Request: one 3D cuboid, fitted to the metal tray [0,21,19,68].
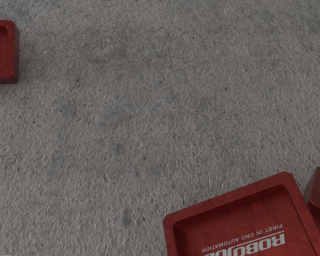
[{"bbox_3d":[-0.305,-0.128,0.504,0.131,0.030,0.090,-16,52,-13],"label":"metal tray"}]

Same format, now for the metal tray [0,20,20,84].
[{"bbox_3d":[-0.280,-0.112,0.453,0.131,0.030,0.090,-1,81,-11],"label":"metal tray"}]

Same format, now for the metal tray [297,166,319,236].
[{"bbox_3d":[0.207,0.093,0.297,0.130,0.030,0.091,26,28,22],"label":"metal tray"}]

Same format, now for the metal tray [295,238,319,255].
[{"bbox_3d":[0.181,0.163,0.263,0.130,0.030,0.090,18,52,14],"label":"metal tray"}]

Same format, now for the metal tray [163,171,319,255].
[{"bbox_3d":[0.071,0.104,0.273,0.130,0.030,0.090,-25,48,17],"label":"metal tray"}]
